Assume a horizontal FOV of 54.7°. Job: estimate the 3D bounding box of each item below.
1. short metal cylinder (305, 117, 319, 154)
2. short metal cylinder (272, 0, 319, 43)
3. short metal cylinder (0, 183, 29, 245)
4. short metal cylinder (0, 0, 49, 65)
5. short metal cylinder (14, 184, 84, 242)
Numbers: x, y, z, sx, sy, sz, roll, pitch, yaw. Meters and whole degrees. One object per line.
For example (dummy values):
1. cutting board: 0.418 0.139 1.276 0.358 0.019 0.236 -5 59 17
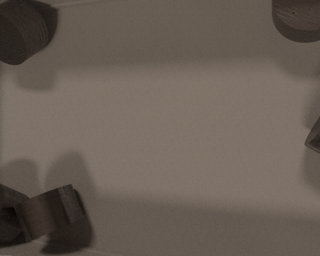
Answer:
1. short metal cylinder: 0.193 -0.002 0.314 0.050 0.080 0.080 33 101 16
2. short metal cylinder: 0.165 -0.139 0.339 0.080 0.050 0.079 0 90 19
3. short metal cylinder: -0.244 0.127 0.463 0.080 0.050 0.080 -14 54 20
4. short metal cylinder: -0.212 -0.139 0.450 0.080 0.050 0.079 13 133 15
5. short metal cylinder: -0.154 0.118 0.434 0.080 0.080 0.050 -26 82 18
